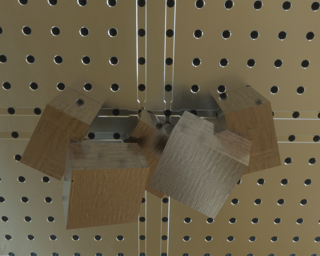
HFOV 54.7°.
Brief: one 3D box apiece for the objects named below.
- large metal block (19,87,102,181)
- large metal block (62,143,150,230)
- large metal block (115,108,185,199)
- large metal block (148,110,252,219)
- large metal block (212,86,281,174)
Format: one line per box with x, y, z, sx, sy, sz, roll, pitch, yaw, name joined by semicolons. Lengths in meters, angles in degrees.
-0.119;0.004;0.383;0.050;0.080;0.080;28;107;-10;large metal block
-0.064;0.064;0.353;0.081;0.050;0.079;1;119;-23;large metal block
-0.011;0.033;0.411;0.080;0.050;0.080;31;107;-11;large metal block
0.043;0.040;0.341;0.080;0.050;0.079;26;122;6;large metal block
0.105;0.000;0.385;0.050;0.080;0.080;-15;110;5;large metal block
